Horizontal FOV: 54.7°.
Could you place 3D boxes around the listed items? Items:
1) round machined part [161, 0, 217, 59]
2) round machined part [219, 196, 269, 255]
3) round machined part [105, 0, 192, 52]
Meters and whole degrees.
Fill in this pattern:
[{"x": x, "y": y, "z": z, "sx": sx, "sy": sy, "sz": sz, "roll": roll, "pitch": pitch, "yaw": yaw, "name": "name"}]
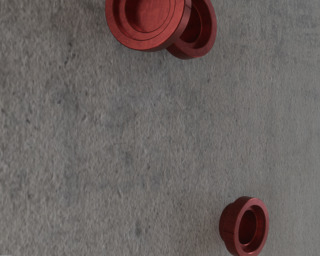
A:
[{"x": 0.029, "y": -0.142, "z": 0.420, "sx": 0.099, "sy": 0.042, "sz": 0.097, "roll": 0, "pitch": 90, "yaw": -40, "name": "round machined part"}, {"x": 0.135, "y": 0.161, "z": 0.510, "sx": 0.099, "sy": 0.042, "sz": 0.097, "roll": 0, "pitch": 90, "yaw": -40, "name": "round machined part"}, {"x": -0.010, "y": -0.137, "z": 0.357, "sx": 0.042, "sy": 0.098, "sz": 0.097, "roll": -16, "pitch": 102, "yaw": -65, "name": "round machined part"}]
